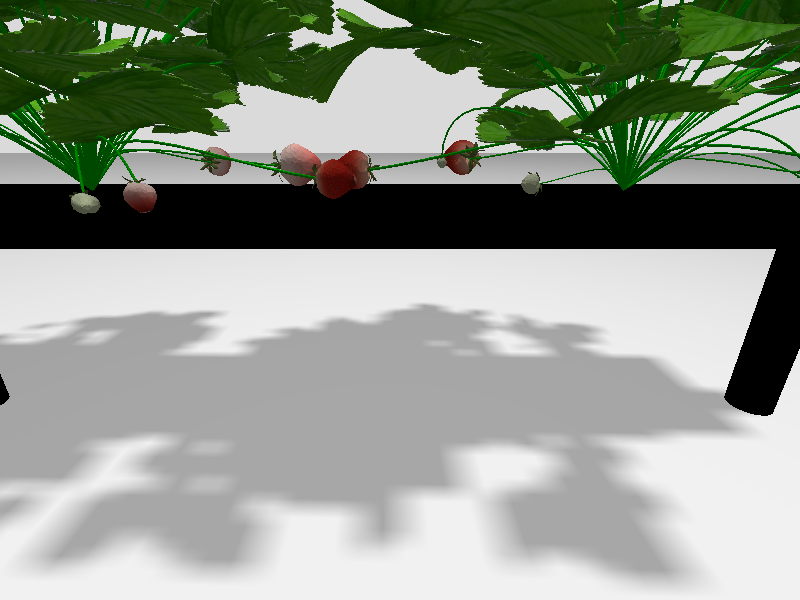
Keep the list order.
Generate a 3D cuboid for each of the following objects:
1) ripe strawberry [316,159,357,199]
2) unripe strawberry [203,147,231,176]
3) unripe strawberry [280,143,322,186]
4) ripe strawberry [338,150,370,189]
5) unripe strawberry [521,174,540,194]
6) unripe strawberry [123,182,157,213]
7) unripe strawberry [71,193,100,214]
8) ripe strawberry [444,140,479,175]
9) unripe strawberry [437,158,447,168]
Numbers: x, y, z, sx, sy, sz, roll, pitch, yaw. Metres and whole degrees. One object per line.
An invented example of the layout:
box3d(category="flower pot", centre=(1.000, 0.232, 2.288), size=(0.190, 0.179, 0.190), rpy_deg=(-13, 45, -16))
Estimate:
box3d(category="ripe strawberry", centre=(-0.045, -0.087, 0.289), size=(0.028, 0.027, 0.026), rpy_deg=(5, 22, 12))
box3d(category="unripe strawberry", centre=(-0.221, -0.170, 0.492), size=(0.032, 0.034, 0.035), rpy_deg=(5, 21, 12))
box3d(category="unripe strawberry", centre=(-0.093, -0.127, 0.377), size=(0.039, 0.038, 0.036), rpy_deg=(-5, 22, -15))
box3d(category="ripe strawberry", centre=(-0.044, -0.115, 0.355), size=(0.033, 0.033, 0.031), rpy_deg=(1, 22, 5))
box3d(category="unripe strawberry", centre=(0.099, -0.089, 0.307), size=(0.014, 0.015, 0.013), rpy_deg=(-8, 23, -18))
box3d(category="unripe strawberry", centre=(-0.151, -0.060, 0.234), size=(0.017, 0.017, 0.015), rpy_deg=(-20, 11, -41))
box3d(category="unripe strawberry", centre=(-0.173, -0.053, 0.220), size=(0.013, 0.011, 0.013), rpy_deg=(-14, 37, -32))
box3d(category="ripe strawberry", centre=(0.072, -0.171, 0.480), size=(0.044, 0.039, 0.040), rpy_deg=(-15, 26, -34))
box3d(category="unripe strawberry", centre=(0.048, -0.158, 0.464), size=(0.011, 0.011, 0.011), rpy_deg=(20, 29, 41))
